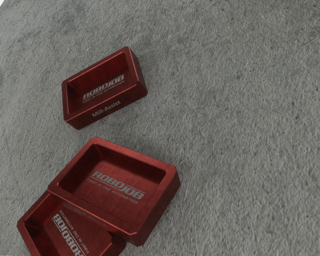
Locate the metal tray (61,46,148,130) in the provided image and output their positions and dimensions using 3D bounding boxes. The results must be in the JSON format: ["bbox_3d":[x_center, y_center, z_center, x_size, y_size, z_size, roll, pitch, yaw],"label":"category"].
[{"bbox_3d":[-0.091,-0.063,0.486,0.130,0.030,0.090,-26,53,12],"label":"metal tray"}]

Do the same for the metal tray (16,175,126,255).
[{"bbox_3d":[-0.113,0.129,0.380,0.090,0.030,0.130,-48,51,-6],"label":"metal tray"}]

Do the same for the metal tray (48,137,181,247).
[{"bbox_3d":[-0.053,0.067,0.362,0.130,0.030,0.090,18,54,28],"label":"metal tray"}]
